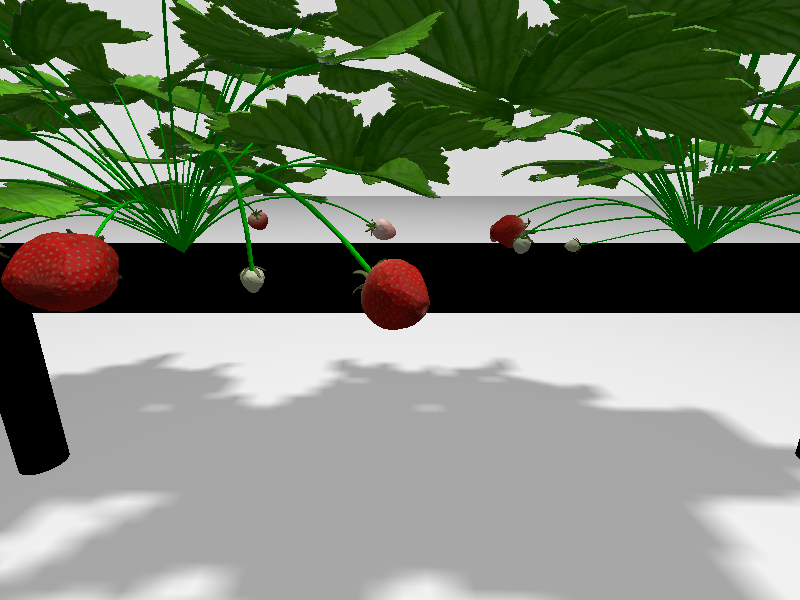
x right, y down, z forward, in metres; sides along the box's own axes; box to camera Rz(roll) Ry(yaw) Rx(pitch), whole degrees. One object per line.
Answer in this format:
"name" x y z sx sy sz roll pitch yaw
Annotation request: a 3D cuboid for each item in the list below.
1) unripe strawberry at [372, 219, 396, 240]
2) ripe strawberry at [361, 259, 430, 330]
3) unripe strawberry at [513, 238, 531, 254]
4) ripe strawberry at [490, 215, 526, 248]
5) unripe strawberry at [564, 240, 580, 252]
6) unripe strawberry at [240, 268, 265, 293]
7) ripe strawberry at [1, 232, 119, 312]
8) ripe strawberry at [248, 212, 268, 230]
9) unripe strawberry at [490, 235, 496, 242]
"unripe strawberry" -0.016 -0.073 0.416 0.025 0.022 0.025 12 10 -25
"ripe strawberry" 0.000 -0.001 0.164 0.027 0.029 0.029 -15 36 -42
"unripe strawberry" 0.103 -0.046 0.340 0.014 0.014 0.013 7 15 -6
"ripe strawberry" 0.098 -0.063 0.367 0.031 0.030 0.034 1 16 7
"unripe strawberry" 0.150 -0.047 0.349 0.012 0.010 0.012 -1 16 -1
"unripe strawberry" -0.068 -0.009 0.185 0.011 0.011 0.011 -11 20 -34
"ripe strawberry" -0.147 -0.011 0.174 0.041 0.036 0.037 -4 22 -13
"ripe strawberry" -0.183 -0.102 0.519 0.025 0.021 0.025 1 -33 2
"unripe strawberry" 0.099 -0.068 0.411 0.017 0.017 0.019 38 25 8
